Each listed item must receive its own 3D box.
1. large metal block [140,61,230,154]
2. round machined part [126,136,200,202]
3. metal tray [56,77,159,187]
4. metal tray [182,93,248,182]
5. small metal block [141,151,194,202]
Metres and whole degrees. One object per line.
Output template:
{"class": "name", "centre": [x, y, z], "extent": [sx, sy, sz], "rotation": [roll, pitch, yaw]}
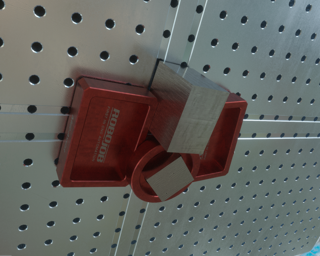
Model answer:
{"class": "large metal block", "centre": [0.025, -0.025, 0.369], "extent": [0.050, 0.080, 0.079], "rotation": [6, 115, -31]}
{"class": "round machined part", "centre": [0.001, 0.048, 0.414], "extent": [0.099, 0.042, 0.097], "rotation": [-14, 124, -21]}
{"class": "metal tray", "centre": [-0.065, 0.011, 0.374], "extent": [0.091, 0.030, 0.129], "rotation": [6, 115, -31]}
{"class": "metal tray", "centre": [0.068, 0.016, 0.450], "extent": [0.091, 0.030, 0.129], "rotation": [-6, 121, -25]}
{"class": "small metal block", "centre": [0.009, 0.058, 0.393], "extent": [0.050, 0.025, 0.050], "rotation": [-34, 129, -6]}
